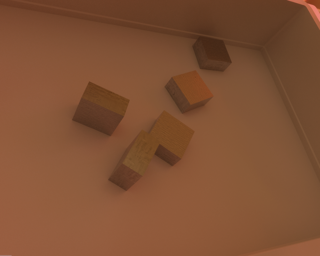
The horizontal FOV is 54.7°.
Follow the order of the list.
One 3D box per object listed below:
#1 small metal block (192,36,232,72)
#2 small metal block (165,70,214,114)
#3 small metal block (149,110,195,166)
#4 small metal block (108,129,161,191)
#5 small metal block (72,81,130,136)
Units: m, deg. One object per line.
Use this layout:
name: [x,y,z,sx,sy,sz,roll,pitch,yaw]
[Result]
small metal block: [0.089,-0.127,0.534,0.050,0.025,0.050,1,62,-28]
small metal block: [0.044,-0.055,0.465,0.050,0.025,0.050,-22,74,-36]
small metal block: [0.011,0.013,0.405,0.050,0.025,0.050,35,51,-6]
small metal block: [-0.029,0.037,0.352,0.025,0.050,0.050,34,51,-7]
small metal block: [-0.070,-0.021,0.366,0.050,0.050,0.025,24,53,-14]
